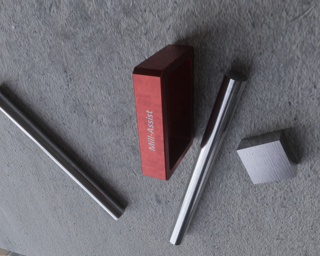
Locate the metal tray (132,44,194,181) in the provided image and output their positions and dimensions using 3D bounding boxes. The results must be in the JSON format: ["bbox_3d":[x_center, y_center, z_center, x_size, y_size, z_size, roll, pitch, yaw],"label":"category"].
[{"bbox_3d":[0.009,-0.018,0.348,0.030,0.090,0.129,11,123,23],"label":"metal tray"}]

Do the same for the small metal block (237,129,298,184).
[{"bbox_3d":[0.126,0.035,0.362,0.050,0.025,0.050,-19,109,35],"label":"small metal block"}]

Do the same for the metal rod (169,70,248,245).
[{"bbox_3d":[0.054,0.062,0.416,0.025,0.025,0.298,23,127,14],"label":"metal rod"}]

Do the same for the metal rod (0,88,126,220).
[{"bbox_3d":[-0.174,0.044,0.526,0.300,0.025,0.025,45,129,-4],"label":"metal rod"}]
